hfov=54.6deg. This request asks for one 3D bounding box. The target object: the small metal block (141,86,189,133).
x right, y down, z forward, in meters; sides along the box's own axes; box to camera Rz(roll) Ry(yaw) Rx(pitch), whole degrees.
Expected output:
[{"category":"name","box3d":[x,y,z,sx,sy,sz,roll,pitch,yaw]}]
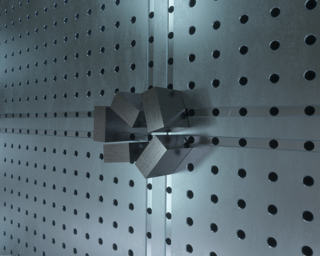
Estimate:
[{"category":"small metal block","box3d":[0.007,-0.022,0.388,0.025,0.050,0.050,-21,76,38]}]

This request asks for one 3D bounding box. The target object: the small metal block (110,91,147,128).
[{"category":"small metal block","box3d":[-0.030,-0.025,0.419,0.050,0.050,0.025,41,116,32]}]

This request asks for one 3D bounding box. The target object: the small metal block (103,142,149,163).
[{"category":"small metal block","box3d":[-0.042,0.033,0.428,0.050,0.050,0.025,-6,86,40]}]

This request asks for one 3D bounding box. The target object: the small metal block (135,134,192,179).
[{"category":"small metal block","box3d":[0.004,0.035,0.390,0.025,0.050,0.050,50,120,29]}]

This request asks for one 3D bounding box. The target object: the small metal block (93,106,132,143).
[{"category":"small metal block","box3d":[-0.068,-0.006,0.450,0.025,0.050,0.050,5,94,40]}]
